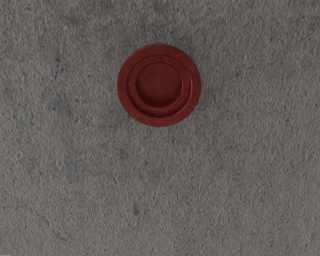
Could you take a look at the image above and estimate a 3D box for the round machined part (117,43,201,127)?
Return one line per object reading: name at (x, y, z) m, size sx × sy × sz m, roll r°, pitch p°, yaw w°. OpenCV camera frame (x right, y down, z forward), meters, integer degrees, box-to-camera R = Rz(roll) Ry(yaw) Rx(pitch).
round machined part at (-0.001, -0.054, 0.381) m, size 0.099 × 0.042 × 0.097 m, roll 0°, pitch 110°, yaw 0°
